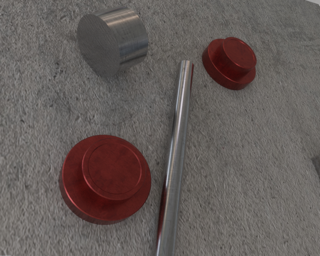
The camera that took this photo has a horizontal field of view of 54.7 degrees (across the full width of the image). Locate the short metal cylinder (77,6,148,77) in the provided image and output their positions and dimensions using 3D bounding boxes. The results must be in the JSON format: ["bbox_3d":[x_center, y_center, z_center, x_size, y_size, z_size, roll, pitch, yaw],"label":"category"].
[{"bbox_3d":[-0.062,-0.113,0.404,0.050,0.080,0.080,-35,82,-38],"label":"short metal cylinder"}]

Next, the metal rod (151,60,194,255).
[{"bbox_3d":[0.021,0.025,0.399,0.025,0.025,0.300,21,54,-16],"label":"metal rod"}]

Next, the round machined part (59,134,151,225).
[{"bbox_3d":[-0.054,0.050,0.333,0.099,0.042,0.098,14,56,-21],"label":"round machined part"}]

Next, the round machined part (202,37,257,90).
[{"bbox_3d":[0.126,-0.117,0.532,0.099,0.042,0.098,14,56,-21],"label":"round machined part"}]

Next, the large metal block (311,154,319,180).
[{"bbox_3d":[0.310,0.077,0.508,0.081,0.050,0.080,2,61,-27],"label":"large metal block"}]
